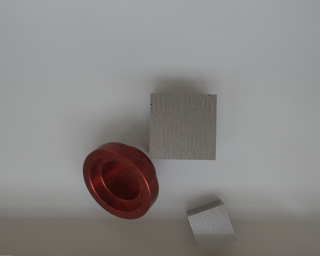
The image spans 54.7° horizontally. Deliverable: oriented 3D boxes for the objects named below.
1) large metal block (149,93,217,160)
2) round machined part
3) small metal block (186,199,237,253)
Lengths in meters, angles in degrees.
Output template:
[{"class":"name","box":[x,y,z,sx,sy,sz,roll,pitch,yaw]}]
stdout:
[{"class":"large metal block","box":[0.028,-0.002,0.399,0.081,0.050,0.079,1,90,-1]},{"class":"round machined part","box":[-0.044,0.061,0.387,0.098,0.042,0.097,13,119,25]},{"class":"small metal block","box":[0.068,0.130,0.412,0.050,0.025,0.050,-19,90,-1]}]
